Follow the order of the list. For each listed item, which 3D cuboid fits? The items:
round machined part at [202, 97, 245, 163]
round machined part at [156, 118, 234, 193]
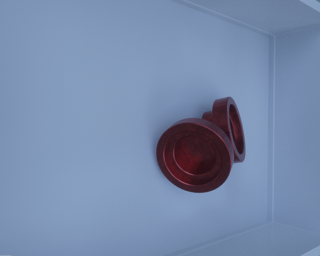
[{"bbox_3d":[0.093,0.005,0.460,0.098,0.042,0.098,38,47,-54],"label":"round machined part"},{"bbox_3d":[0.048,0.033,0.409,0.042,0.098,0.097,-43,119,-61],"label":"round machined part"}]
